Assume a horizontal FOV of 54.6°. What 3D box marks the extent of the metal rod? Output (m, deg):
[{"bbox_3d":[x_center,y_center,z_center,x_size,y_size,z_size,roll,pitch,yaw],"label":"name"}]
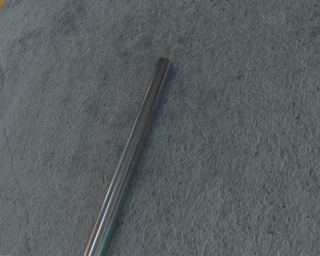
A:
[{"bbox_3d":[-0.037,0.035,0.402,0.025,0.025,0.300,5,64,30],"label":"metal rod"}]
